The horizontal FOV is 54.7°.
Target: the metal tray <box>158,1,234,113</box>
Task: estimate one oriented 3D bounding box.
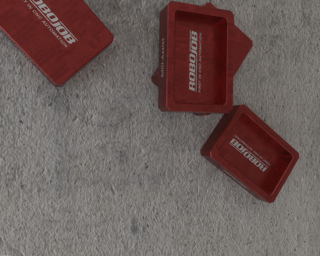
[{"bbox_3d":[0.046,-0.084,0.390,0.091,0.030,0.129,1,90,-20],"label":"metal tray"}]

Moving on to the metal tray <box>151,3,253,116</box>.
[{"bbox_3d":[0.060,-0.093,0.428,0.090,0.030,0.130,36,78,-17],"label":"metal tray"}]

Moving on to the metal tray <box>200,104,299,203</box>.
[{"bbox_3d":[0.134,0.038,0.455,0.130,0.030,0.090,38,78,-16],"label":"metal tray"}]

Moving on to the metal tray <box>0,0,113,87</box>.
[{"bbox_3d":[-0.131,-0.124,0.358,0.090,0.030,0.130,-45,104,-14],"label":"metal tray"}]
